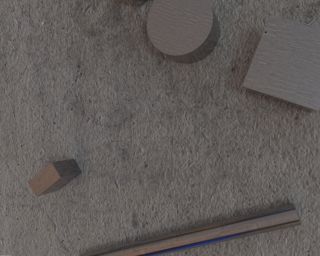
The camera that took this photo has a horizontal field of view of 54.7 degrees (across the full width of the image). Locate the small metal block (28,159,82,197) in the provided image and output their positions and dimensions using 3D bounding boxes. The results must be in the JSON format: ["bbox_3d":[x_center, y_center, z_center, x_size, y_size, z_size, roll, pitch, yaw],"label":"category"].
[{"bbox_3d":[-0.151,0.071,0.449,0.050,0.050,0.025,-37,78,16],"label":"small metal block"}]

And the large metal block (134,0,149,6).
[{"bbox_3d":[-0.039,-0.216,0.394,0.050,0.080,0.080,-31,80,17],"label":"large metal block"}]

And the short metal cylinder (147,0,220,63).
[{"bbox_3d":[0.030,-0.125,0.385,0.080,0.050,0.080,0,90,20],"label":"short metal cylinder"}]

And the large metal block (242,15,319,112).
[{"bbox_3d":[0.147,-0.069,0.344,0.080,0.050,0.080,22,97,18],"label":"large metal block"}]

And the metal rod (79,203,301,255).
[{"bbox_3d":[0.023,0.146,0.400,0.300,0.025,0.025,-20,84,18],"label":"metal rod"}]
